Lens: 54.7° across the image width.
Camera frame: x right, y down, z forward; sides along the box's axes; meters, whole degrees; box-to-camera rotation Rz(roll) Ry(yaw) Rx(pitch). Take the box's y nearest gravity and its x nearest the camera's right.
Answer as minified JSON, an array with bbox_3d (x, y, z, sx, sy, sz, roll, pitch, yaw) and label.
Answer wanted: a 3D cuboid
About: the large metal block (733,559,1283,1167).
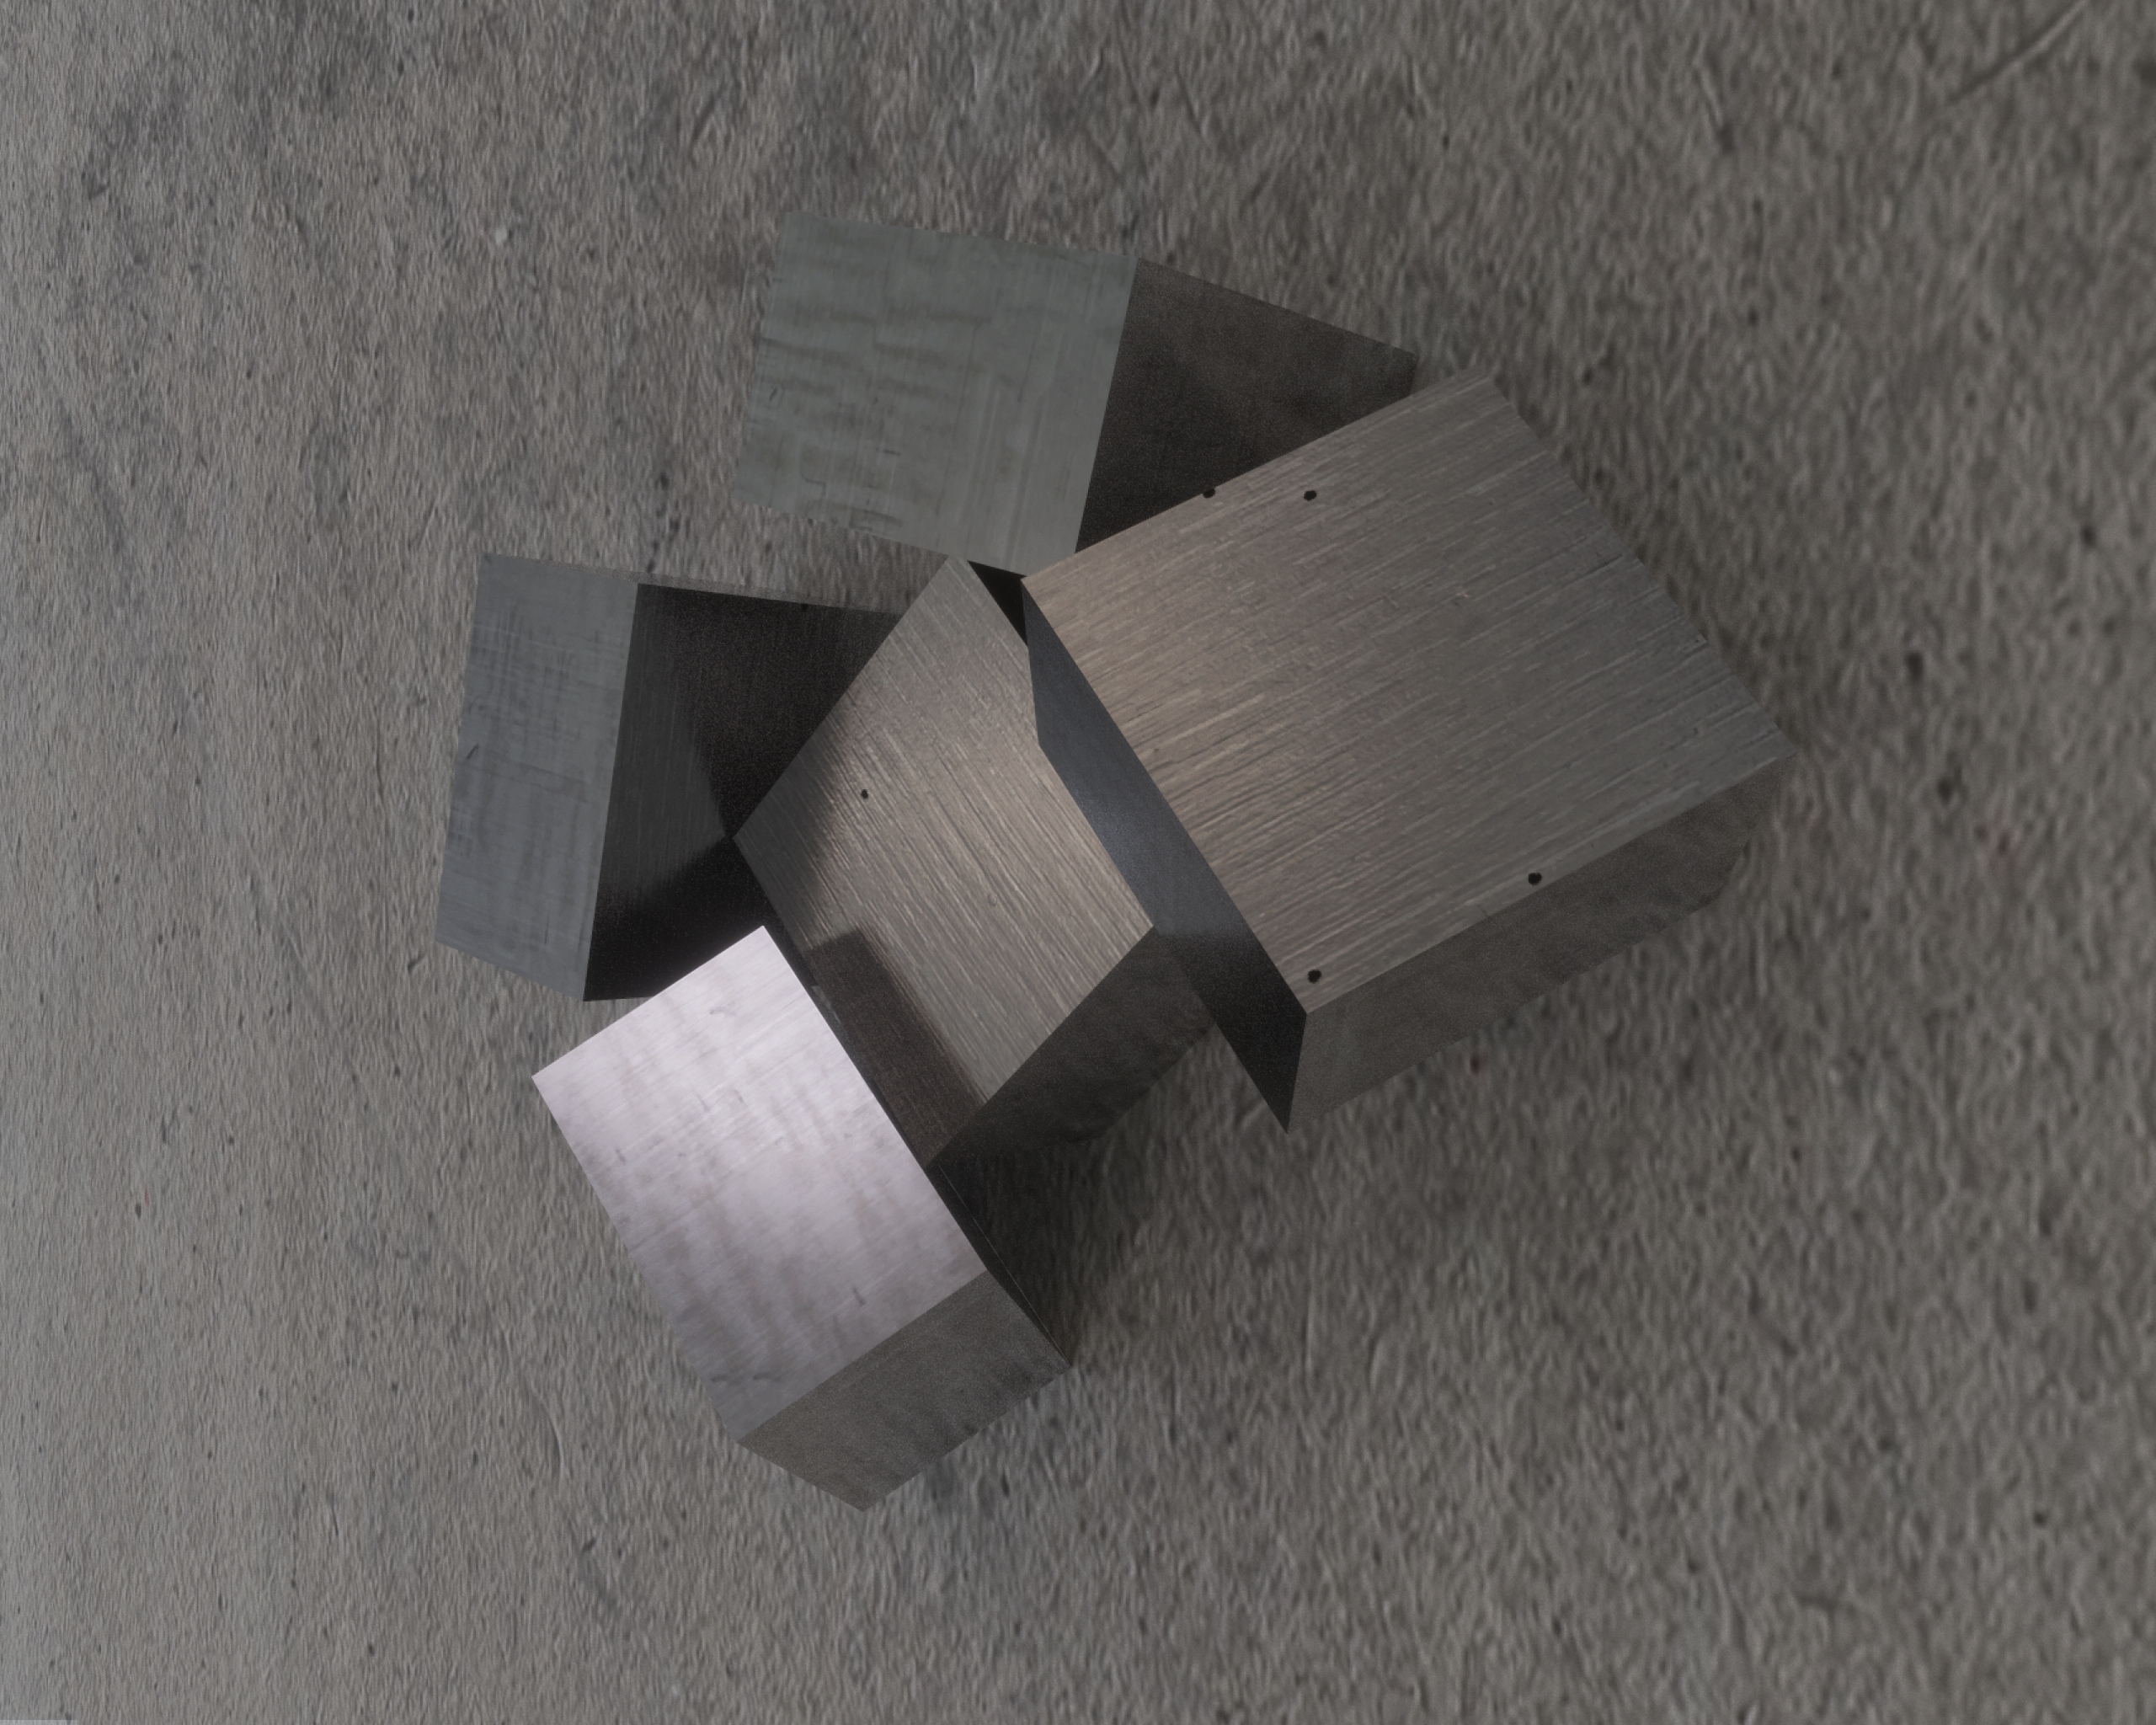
[{"bbox_3d":[-0.009,-0.001,0.396,0.080,0.050,0.080,-48,62,29],"label":"large metal block"}]

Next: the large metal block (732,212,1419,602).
[{"bbox_3d":[0.000,-0.077,0.369,0.080,0.081,0.050,20,103,38],"label":"large metal block"}]

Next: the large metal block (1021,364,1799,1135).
[{"bbox_3d":[0.047,-0.018,0.322,0.080,0.050,0.080,-27,66,-11],"label":"large metal block"}]

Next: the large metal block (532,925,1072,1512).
[{"bbox_3d":[-0.051,0.071,0.402,0.050,0.080,0.080,-34,63,-6],"label":"large metal block"}]

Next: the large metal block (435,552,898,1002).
[{"bbox_3d":[-0.080,-0.018,0.435,0.050,0.081,0.079,15,100,39],"label":"large metal block"}]
